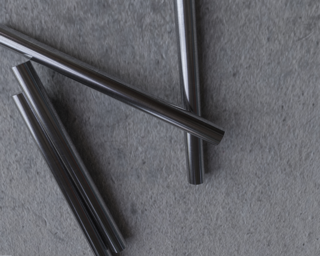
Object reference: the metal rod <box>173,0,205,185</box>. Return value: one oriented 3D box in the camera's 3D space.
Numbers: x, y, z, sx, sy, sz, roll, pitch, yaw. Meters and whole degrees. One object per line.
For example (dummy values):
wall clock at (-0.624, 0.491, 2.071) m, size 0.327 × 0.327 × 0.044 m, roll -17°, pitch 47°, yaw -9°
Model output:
metal rod at (0.036, -0.065, 0.386) m, size 0.025 × 0.025 × 0.298 m, roll -6°, pitch 110°, yaw 1°

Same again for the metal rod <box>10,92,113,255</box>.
metal rod at (-0.128, 0.087, 0.440) m, size 0.025 × 0.025 × 0.298 m, roll -18°, pitch 109°, yaw 6°

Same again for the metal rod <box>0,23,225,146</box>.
metal rod at (-0.062, -0.052, 0.374) m, size 0.301 × 0.025 × 0.025 m, roll 25°, pitch 108°, yaw -3°

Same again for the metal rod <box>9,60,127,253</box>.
metal rod at (-0.114, 0.053, 0.420) m, size 0.025 × 0.025 × 0.299 m, roll -19°, pitch 112°, yaw 6°
